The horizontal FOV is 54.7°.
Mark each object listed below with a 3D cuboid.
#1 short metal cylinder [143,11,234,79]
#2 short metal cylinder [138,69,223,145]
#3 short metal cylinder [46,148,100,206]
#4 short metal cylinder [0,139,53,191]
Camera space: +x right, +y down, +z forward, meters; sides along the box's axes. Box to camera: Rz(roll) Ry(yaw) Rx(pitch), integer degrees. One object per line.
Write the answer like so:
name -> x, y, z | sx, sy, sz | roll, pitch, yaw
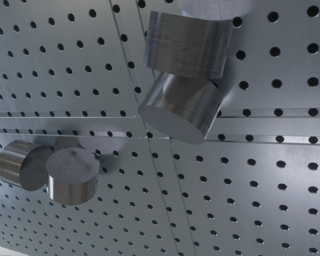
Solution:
short metal cylinder -> 0.027, -0.083, 0.304 | 0.080, 0.080, 0.050 | 17, 112, 18
short metal cylinder -> 0.023, -0.023, 0.345 | 0.080, 0.050, 0.080 | 25, 163, 9
short metal cylinder -> -0.139, 0.076, 0.497 | 0.080, 0.080, 0.050 | 24, 127, 14
short metal cylinder -> -0.231, 0.064, 0.537 | 0.050, 0.080, 0.079 | 13, 124, 21
